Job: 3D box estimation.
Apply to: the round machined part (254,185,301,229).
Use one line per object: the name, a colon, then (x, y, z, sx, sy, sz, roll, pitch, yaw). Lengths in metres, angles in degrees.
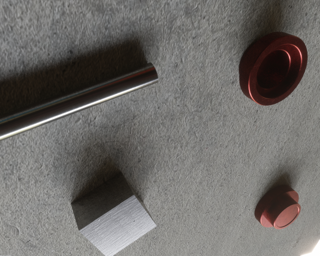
round machined part: (0.247, 0.168, 0.635, 0.099, 0.042, 0.097, -14, 124, -21)

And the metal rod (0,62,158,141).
metal rod: (-0.142, -0.009, 0.323, 0.302, 0.025, 0.025, -23, 127, -15)

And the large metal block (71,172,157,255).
large metal block: (-0.063, 0.122, 0.432, 0.080, 0.050, 0.080, -32, 129, -7)

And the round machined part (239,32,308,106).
round machined part: (0.149, -0.084, 0.426, 0.099, 0.042, 0.097, -14, 124, -21)
